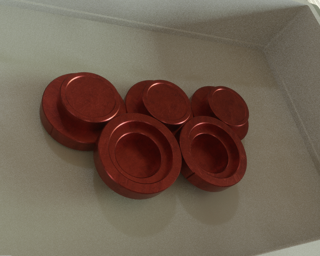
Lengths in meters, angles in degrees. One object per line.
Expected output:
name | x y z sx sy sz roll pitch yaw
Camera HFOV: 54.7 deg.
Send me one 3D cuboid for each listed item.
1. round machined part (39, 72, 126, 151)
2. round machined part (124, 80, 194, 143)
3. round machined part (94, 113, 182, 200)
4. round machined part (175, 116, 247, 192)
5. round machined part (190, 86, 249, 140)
round machined part | -0.085 -0.026 0.361 0.099 0.042 0.098 14 55 -21
round machined part | 0.001 -0.024 0.407 0.099 0.042 0.098 13 56 -20
round machined part | -0.028 0.035 0.356 0.099 0.042 0.098 14 56 -21
round machined part | 0.060 0.036 0.402 0.099 0.042 0.098 14 56 -21
round machined part | 0.090 -0.022 0.453 0.099 0.042 0.098 13 56 -20
